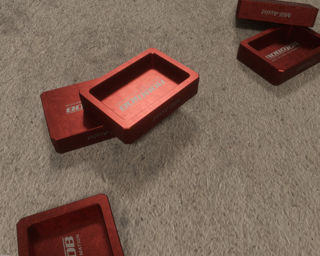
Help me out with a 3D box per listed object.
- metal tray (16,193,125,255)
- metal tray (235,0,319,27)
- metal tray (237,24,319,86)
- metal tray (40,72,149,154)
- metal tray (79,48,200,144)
[{"bbox_3d":[-0.076,0.134,0.286,0.091,0.030,0.130,-15,52,-13],"label":"metal tray"},{"bbox_3d":[0.205,-0.212,0.559,0.131,0.030,0.090,11,28,9],"label":"metal tray"},{"bbox_3d":[0.205,-0.128,0.510,0.131,0.030,0.090,-28,56,-22],"label":"metal tray"},{"bbox_3d":[-0.086,-0.025,0.420,0.131,0.030,0.090,-17,52,-15],"label":"metal tray"},{"bbox_3d":[-0.024,-0.047,0.399,0.090,0.030,0.131,37,59,26],"label":"metal tray"}]
